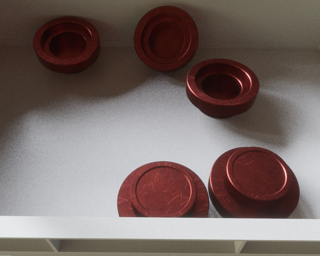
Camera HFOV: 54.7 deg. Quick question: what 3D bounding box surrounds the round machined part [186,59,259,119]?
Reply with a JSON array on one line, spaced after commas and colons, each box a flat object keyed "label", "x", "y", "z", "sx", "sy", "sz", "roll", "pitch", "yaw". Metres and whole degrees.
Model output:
[{"label": "round machined part", "x": 0.086, "y": -0.052, "z": 0.439, "sx": 0.099, "sy": 0.042, "sz": 0.098, "roll": 0, "pitch": 50, "yaw": 0}]

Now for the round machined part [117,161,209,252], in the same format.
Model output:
[{"label": "round machined part", "x": 0.004, "y": 0.076, "z": 0.331, "sx": 0.099, "sy": 0.042, "sz": 0.098, "roll": 0, "pitch": 50, "yaw": 0}]

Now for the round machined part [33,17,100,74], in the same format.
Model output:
[{"label": "round machined part", "x": -0.143, "y": -0.124, "z": 0.488, "sx": 0.099, "sy": 0.042, "sz": 0.098, "roll": 2, "pitch": 62, "yaw": -3}]

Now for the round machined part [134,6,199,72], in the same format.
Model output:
[{"label": "round machined part", "x": 0.012, "y": -0.136, "z": 0.487, "sx": 0.098, "sy": 0.042, "sz": 0.097, "roll": 0, "pitch": 93, "yaw": 9}]

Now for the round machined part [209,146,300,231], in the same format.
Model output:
[{"label": "round machined part", "x": 0.105, "y": 0.060, "z": 0.345, "sx": 0.099, "sy": 0.042, "sz": 0.098, "roll": 0, "pitch": 50, "yaw": 0}]
